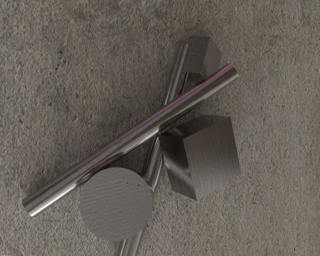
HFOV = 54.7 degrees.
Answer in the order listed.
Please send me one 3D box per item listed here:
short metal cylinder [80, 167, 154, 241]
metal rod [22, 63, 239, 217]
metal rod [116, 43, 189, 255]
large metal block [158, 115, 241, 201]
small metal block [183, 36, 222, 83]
[{"bbox_3d":[-0.048,0.086,0.366,0.080,0.050,0.080,0,84,0],"label":"short metal cylinder"},{"bbox_3d":[-0.028,0.009,0.382,0.301,0.025,0.025,-34,102,-10],"label":"metal rod"},{"bbox_3d":[-0.004,0.033,0.408,0.025,0.025,0.299,18,84,-19],"label":"metal rod"},{"bbox_3d":[0.053,0.034,0.401,0.081,0.050,0.080,-23,107,-31],"label":"large metal block"},{"bbox_3d":[0.058,-0.089,0.419,0.050,0.025,0.050,25,79,-59],"label":"small metal block"}]
